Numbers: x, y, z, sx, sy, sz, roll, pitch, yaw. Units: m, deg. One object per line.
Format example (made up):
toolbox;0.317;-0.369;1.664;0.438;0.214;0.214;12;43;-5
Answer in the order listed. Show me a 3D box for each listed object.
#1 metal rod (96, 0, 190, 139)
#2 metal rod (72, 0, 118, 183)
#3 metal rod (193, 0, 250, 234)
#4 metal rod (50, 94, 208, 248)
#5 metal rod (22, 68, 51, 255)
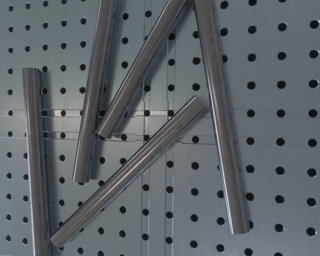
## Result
metal rod;-0.005;-0.117;0.414;0.025;0.025;0.299;34;101;17
metal rod;-0.091;-0.070;0.445;0.025;0.025;0.298;11;94;20
metal rod;0.075;-0.022;0.386;0.025;0.025;0.299;-9;87;20
metal rod;-0.051;0.068;0.431;0.299;0.025;0.025;-44;76;14
metal rod;-0.191;0.057;0.480;0.025;0.025;0.298;-5;88;20
